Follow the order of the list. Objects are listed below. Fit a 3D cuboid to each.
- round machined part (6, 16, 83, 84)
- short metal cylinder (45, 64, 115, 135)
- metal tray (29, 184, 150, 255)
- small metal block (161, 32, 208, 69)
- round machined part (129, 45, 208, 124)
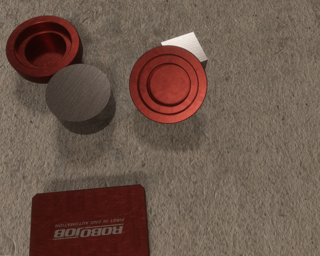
[{"bbox_3d":[-0.158,-0.105,0.436,0.099,0.042,0.098,0,70,-1],"label":"round machined part"},{"bbox_3d":[-0.102,-0.037,0.407,0.081,0.050,0.080,0,70,0],"label":"short metal cylinder"},{"bbox_3d":[-0.080,0.118,0.361,0.131,0.030,0.090,-5,70,-2],"label":"metal tray"},{"bbox_3d":[0.034,-0.104,0.447,0.050,0.025,0.050,-21,72,-8],"label":"small metal block"},{"bbox_3d":[0.013,-0.056,0.406,0.099,0.042,0.097,1,97,8],"label":"round machined part"}]
